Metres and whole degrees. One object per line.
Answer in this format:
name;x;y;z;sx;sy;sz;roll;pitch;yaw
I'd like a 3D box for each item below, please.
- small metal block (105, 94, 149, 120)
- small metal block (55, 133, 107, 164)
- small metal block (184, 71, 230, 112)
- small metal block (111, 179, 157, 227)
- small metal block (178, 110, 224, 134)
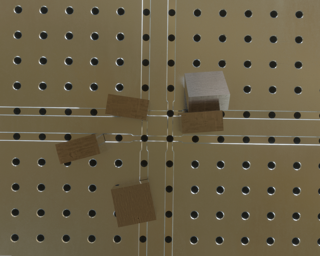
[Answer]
small metal block;-0.040;-0.026;0.401;0.050;0.050;0.025;9;90;0
small metal block;-0.100;0.025;0.400;0.050;0.050;0.025;-15;90;0
small metal block;0.059;-0.048;0.400;0.050;0.050;0.025;-4;134;0
small metal block;-0.034;0.099;0.413;0.050;0.025;0.050;-11;90;0
small metal block;0.051;-0.009;0.401;0.050;0.050;0.025;-4;94;0
